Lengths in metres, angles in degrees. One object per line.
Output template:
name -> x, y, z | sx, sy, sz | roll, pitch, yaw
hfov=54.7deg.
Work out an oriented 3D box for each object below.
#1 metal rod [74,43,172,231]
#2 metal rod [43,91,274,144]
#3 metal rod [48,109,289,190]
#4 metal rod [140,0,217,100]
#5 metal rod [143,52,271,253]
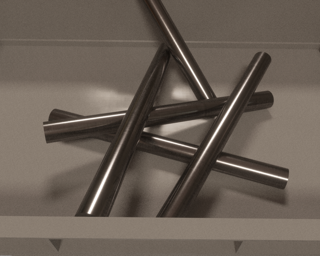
metal rod -> -0.023, -0.021, 0.356 | 0.025, 0.025, 0.301 | 10, 42, 8
metal rod -> 0.012, -0.018, 0.396 | 0.302, 0.025, 0.025 | -9, 50, -18
metal rod -> 0.001, 0.023, 0.386 | 0.301, 0.025, 0.025 | 14, 51, 11
metal rod -> -0.004, -0.164, 0.438 | 0.025, 0.025, 0.299 | -30, 90, -23
metal rod -> 0.071, 0.005, 0.365 | 0.025, 0.025, 0.301 | 24, 57, 19
